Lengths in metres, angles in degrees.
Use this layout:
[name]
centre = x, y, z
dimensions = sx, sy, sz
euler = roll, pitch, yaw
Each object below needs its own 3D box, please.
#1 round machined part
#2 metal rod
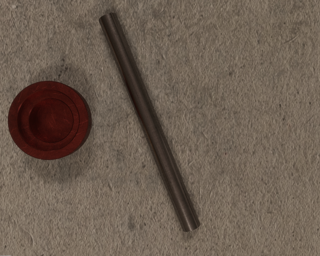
[round machined part]
centre = -0.137, -0.009, 0.400
dimensions = 0.099, 0.042, 0.097
euler = 0, 90, -1
[metal rod]
centre = -0.014, -0.007, 0.409
dimensions = 0.025, 0.025, 0.299
euler = -22, 90, 0
